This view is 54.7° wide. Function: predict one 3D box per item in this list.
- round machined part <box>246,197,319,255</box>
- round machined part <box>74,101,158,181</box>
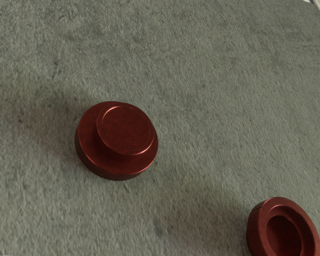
[{"bbox_3d":[0.149,0.140,0.390,0.099,0.042,0.098,14,56,-21],"label":"round machined part"},{"bbox_3d":[-0.046,0.009,0.364,0.099,0.042,0.098,14,56,-21],"label":"round machined part"}]
